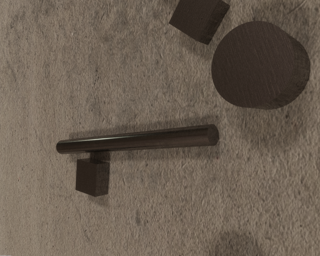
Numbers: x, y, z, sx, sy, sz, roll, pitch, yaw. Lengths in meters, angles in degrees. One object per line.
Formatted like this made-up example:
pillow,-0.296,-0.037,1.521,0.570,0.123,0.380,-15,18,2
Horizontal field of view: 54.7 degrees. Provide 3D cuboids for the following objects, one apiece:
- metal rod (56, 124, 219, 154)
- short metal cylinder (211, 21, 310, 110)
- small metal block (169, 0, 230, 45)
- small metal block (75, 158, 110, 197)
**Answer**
metal rod,-0.055,0.021,0.447,0.300,0.025,0.025,-6,86,39
short metal cylinder,0.099,-0.059,0.306,0.080,0.050,0.079,0,90,39
small metal block,0.046,-0.134,0.366,0.050,0.025,0.050,43,115,31
small metal block,-0.107,0.077,0.491,0.050,0.025,0.050,6,94,39
